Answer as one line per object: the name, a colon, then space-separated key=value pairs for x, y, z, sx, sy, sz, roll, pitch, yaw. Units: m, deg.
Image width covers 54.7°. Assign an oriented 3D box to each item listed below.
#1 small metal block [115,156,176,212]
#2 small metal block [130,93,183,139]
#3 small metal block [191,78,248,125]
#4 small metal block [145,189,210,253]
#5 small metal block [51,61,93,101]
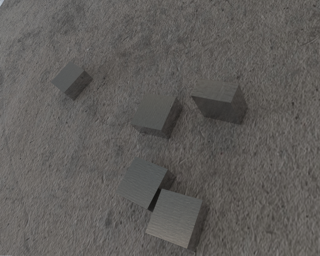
small metal block: x=-0.017 y=0.068 z=0.371 sx=0.050 sy=0.025 sz=0.050 roll=17 pitch=71 yaw=34
small metal block: x=-0.004 y=-0.017 z=0.417 sx=0.050 sy=0.025 sz=0.050 roll=12 pitch=67 yaw=33
small metal block: x=0.072 y=-0.031 z=0.369 sx=0.050 sy=0.050 sz=0.025 roll=15 pitch=70 yaw=34
small metal block: x=0.019 y=0.098 z=0.333 sx=0.050 sy=0.025 sz=0.050 roll=9 pitch=66 yaw=32
small metal block: x=-0.152 y=-0.082 z=0.534 sx=0.050 sy=0.025 sz=0.050 roll=34 pitch=80 yaw=38
